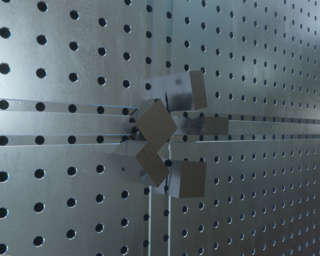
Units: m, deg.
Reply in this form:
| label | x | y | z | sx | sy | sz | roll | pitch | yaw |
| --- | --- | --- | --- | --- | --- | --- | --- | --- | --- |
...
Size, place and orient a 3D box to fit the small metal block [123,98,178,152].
| label | x | y | z | sx | sy | sz | roll | pitch | yaw |
| --- | --- | --- | --- | --- | --- | --- | --- | --- | --- |
| small metal block | -0.011 | -0.003 | 0.399 | 0.050 | 0.025 | 0.050 | -47 | 118 | -30 |

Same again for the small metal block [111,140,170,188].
| label | x | y | z | sx | sy | sz | roll | pitch | yaw |
| --- | --- | --- | --- | --- | --- | --- | --- | --- | --- |
| small metal block | -0.023 | 0.042 | 0.372 | 0.025 | 0.050 | 0.050 | -48 | 119 | -29 |

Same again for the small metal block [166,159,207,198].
| label | x | y | z | sx | sy | sz | roll | pitch | yaw |
| --- | --- | --- | --- | --- | --- | --- | --- | --- | --- |
| small metal block | 0.038 | 0.072 | 0.440 | 0.050 | 0.025 | 0.050 | 8 | 85 | -40 |

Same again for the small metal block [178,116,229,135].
| label | x | y | z | sx | sy | sz | roll | pitch | yaw |
| --- | --- | --- | --- | --- | --- | --- | --- | --- | --- |
| small metal block | 0.062 | -0.003 | 0.444 | 0.050 | 0.050 | 0.025 | 1 | 90 | -40 |

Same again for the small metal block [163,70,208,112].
| label | x | y | z | sx | sy | sz | roll | pitch | yaw |
| --- | --- | --- | --- | --- | --- | --- | --- | --- | --- |
| small metal block | 0.034 | -0.050 | 0.420 | 0.025 | 0.050 | 0.050 | -15 | 100 | -39 |
